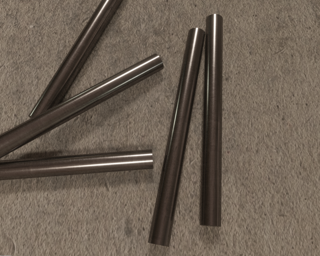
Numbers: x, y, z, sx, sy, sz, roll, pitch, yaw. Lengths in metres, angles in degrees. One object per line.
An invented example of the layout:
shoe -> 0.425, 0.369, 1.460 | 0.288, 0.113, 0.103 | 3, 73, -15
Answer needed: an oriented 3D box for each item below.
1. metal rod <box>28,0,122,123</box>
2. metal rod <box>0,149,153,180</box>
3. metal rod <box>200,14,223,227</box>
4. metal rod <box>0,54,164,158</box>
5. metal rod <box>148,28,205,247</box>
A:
metal rod -> -0.102, -0.139, 0.457 | 0.025, 0.025, 0.300 | 23, 71, 7
metal rod -> -0.160, 0.050, 0.387 | 0.302, 0.025, 0.025 | -4, 70, -2
metal rod -> 0.071, -0.024, 0.417 | 0.025, 0.025, 0.299 | 4, 70, 1
metal rod -> -0.125, -0.020, 0.398 | 0.302, 0.025, 0.025 | -32, 73, -17
metal rod -> 0.027, -0.003, 0.409 | 0.025, 0.025, 0.299 | 10, 70, 3
